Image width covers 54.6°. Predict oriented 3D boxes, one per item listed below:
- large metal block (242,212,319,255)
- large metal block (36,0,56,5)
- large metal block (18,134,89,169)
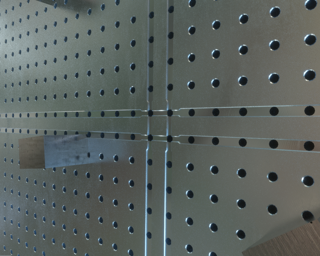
[{"bbox_3d":[0.137,0.130,0.280,0.080,0.050,0.080,-41,65,32],"label":"large metal block"},{"bbox_3d":[-0.227,-0.284,0.563,0.050,0.081,0.080,-19,78,38],"label":"large metal block"},{"bbox_3d":[-0.179,0.039,0.523,0.080,0.081,0.050,-7,86,40],"label":"large metal block"}]
